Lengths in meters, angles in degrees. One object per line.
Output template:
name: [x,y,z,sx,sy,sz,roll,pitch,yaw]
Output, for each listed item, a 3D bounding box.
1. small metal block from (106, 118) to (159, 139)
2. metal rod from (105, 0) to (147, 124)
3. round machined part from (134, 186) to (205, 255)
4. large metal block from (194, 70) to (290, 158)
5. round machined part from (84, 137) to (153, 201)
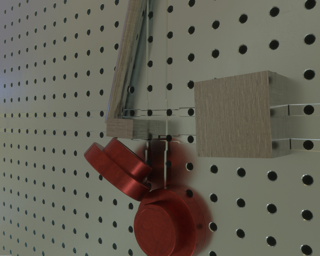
small metal block: [-0.037,0.000,0.424,0.050,0.050,0.025,4,93,40]
metal rod: [-0.038,-0.149,0.440,0.025,0.025,0.298,21,104,38]
round machined part: [0.005,0.126,0.394,0.098,0.042,0.097,0,90,40]
large metal block: [0.085,-0.011,0.323,0.080,0.050,0.080,-3,88,40]
round machined part: [-0.049,0.049,0.410,0.098,0.098,0.042,37,84,34]
